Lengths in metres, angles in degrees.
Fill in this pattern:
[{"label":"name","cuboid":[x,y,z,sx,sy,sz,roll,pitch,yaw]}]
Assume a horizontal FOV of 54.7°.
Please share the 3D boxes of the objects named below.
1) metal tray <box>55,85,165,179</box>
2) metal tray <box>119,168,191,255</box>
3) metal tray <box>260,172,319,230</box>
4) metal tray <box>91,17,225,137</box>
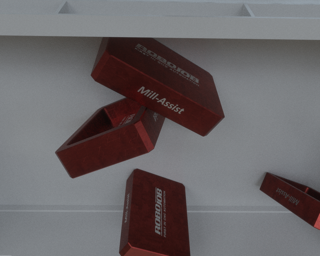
[{"label":"metal tray","cuboid":[-0.043,-0.003,0.336,0.090,0.130,0.030,-20,108,16]},{"label":"metal tray","cuboid":[-0.006,0.128,0.449,0.091,0.130,0.030,22,127,-17]},{"label":"metal tray","cuboid":[0.215,0.108,0.436,0.091,0.130,0.030,20,95,-16]},{"label":"metal tray","cuboid":[0.001,-0.053,0.319,0.131,0.090,0.030,26,123,-21]}]
